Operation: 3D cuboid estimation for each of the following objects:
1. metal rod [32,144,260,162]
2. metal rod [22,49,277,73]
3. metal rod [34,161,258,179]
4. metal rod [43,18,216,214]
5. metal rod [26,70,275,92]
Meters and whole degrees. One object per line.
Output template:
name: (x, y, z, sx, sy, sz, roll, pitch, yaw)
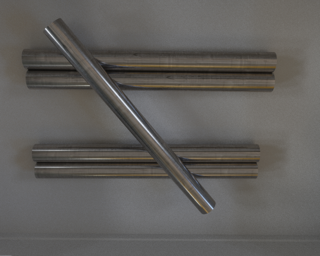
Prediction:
metal rod: (-0.018, 0.034, 0.422, 0.302, 0.025, 0.025, 0, 110, -1)
metal rod: (-0.012, -0.082, 0.379, 0.302, 0.025, 0.025, 1, 110, -1)
metal rod: (-0.018, 0.058, 0.430, 0.302, 0.025, 0.025, 0, 110, -1)
metal rod: (-0.026, -0.003, 0.382, 0.025, 0.025, 0.300, -36, 106, 12)
metal rod: (-0.011, -0.059, 0.387, 0.302, 0.025, 0.025, 1, 110, -1)
